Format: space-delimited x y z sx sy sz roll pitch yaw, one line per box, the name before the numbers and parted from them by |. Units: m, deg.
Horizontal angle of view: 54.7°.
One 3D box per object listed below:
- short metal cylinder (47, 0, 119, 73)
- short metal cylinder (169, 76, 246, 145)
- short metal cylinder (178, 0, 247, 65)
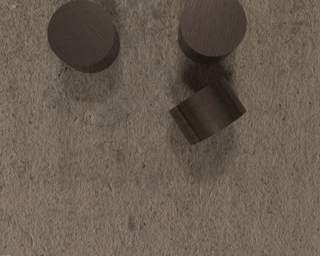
short metal cylinder | -0.095 -0.114 0.396 0.081 0.050 0.079 0 90 -1
short metal cylinder | 0.058 -0.021 0.383 0.080 0.080 0.050 -33 90 0
short metal cylinder | 0.065 -0.126 0.398 0.081 0.050 0.079 0 90 -1
